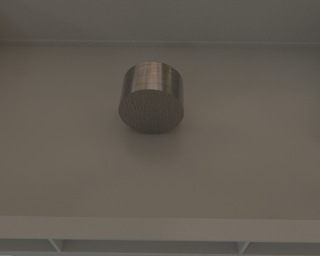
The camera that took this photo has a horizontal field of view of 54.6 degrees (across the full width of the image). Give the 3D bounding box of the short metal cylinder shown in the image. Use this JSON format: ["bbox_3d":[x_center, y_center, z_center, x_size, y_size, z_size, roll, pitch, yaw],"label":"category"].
[{"bbox_3d":[-0.010,-0.038,0.397,0.080,0.080,0.050,1,50,1],"label":"short metal cylinder"}]
